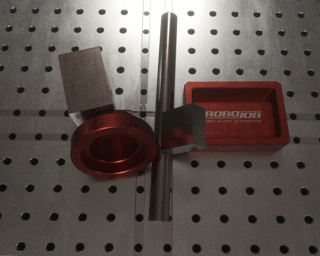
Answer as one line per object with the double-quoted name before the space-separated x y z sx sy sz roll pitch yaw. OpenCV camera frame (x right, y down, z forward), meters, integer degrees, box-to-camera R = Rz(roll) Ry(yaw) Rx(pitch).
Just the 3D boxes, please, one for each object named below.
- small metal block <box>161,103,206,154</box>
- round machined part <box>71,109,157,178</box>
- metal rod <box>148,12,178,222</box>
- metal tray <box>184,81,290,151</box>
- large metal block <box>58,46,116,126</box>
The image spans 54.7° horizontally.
"small metal block" 0.028 0.002 0.379 0.025 0.050 0.050 19 65 -42
"round machined part" -0.055 0.016 0.371 0.099 0.097 0.042 -10 49 -4
"metal rod" 0.006 -0.028 0.422 0.025 0.025 0.299 3 70 1
"metal tray" 0.098 -0.016 0.416 0.131 0.030 0.090 0 70 -1
"large metal block" -0.088 -0.044 0.397 0.050 0.080 0.080 -14 70 -5
